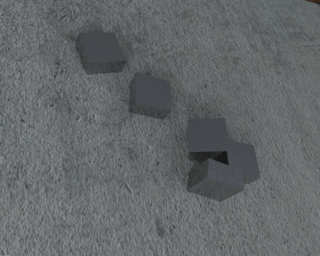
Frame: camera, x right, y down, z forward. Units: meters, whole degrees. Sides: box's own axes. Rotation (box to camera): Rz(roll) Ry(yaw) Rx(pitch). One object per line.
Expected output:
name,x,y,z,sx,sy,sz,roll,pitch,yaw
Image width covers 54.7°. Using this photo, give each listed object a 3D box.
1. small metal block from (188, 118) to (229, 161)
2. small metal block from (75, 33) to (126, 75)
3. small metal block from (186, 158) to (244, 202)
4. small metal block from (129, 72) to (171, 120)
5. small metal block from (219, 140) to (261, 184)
small metal block,0.063,0.015,0.414,0.050,0.025,0.050,-2,58,5
small metal block,-0.081,-0.102,0.422,0.050,0.025,0.050,-12,68,-33
small metal block,0.068,0.066,0.384,0.050,0.050,0.025,21,54,-16
small metal block,-0.014,-0.043,0.423,0.050,0.025,0.050,12,57,-22
small metal block,0.108,0.048,0.432,0.050,0.025,0.050,12,57,-22
